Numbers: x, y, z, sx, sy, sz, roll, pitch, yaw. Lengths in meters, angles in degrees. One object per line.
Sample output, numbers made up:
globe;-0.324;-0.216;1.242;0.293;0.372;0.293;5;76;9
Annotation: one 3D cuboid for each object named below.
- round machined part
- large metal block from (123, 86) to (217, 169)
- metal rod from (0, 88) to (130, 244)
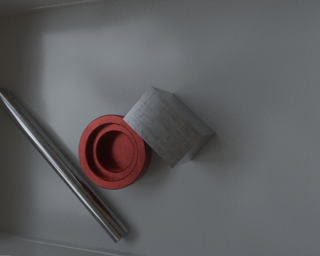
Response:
round machined part;-0.057;0.031;0.420;0.098;0.042;0.097;0;90;19
large metal block;0.015;-0.002;0.375;0.080;0.080;0.050;44;104;14
metal rod;-0.154;0.048;0.463;0.300;0.025;0.025;45;104;14
